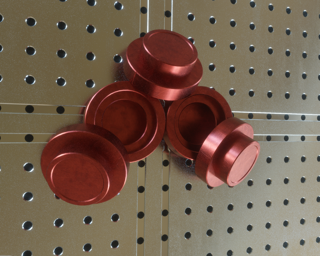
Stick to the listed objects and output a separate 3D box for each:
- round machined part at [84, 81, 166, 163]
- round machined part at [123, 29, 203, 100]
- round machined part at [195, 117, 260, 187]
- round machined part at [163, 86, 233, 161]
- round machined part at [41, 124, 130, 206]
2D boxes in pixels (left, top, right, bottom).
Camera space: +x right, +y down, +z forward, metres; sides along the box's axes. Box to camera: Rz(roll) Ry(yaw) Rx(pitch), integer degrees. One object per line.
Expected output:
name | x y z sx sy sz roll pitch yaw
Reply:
round machined part | -0.046 -0.007 0.386 0.099 0.042 0.097 0 90 -21
round machined part | 0.007 -0.083 0.380 0.099 0.042 0.098 11 49 -12
round machined part | 0.095 0.038 0.412 0.099 0.042 0.097 -29 136 -32
round machined part | 0.046 -0.006 0.422 0.099 0.042 0.097 0 90 -21
round machined part | -0.086 0.048 0.348 0.099 0.042 0.097 2 115 4
